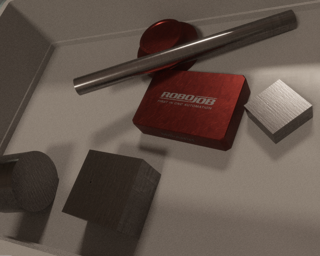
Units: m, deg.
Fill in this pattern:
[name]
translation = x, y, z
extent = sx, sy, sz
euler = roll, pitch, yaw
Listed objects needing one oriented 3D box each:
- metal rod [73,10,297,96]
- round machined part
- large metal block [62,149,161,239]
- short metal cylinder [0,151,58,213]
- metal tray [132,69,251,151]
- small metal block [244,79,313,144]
[metal rod]
translation = 0.028, -0.099, 0.418
extent = 0.301, 0.025, 0.025
euler = -16, 55, 6
[round machined part]
translation = 0.009, -0.124, 0.465
extent = 0.098, 0.042, 0.098
euler = -13, 56, 20
[large metal block]
translation = -0.056, 0.077, 0.370
extent = 0.080, 0.050, 0.080
euler = 7, 65, 30
[short metal cylinder]
translation = -0.187, 0.073, 0.421
extent = 0.050, 0.080, 0.080
euler = -9, 58, 23
[metal tray]
translation = 0.038, -0.028, 0.398
extent = 0.130, 0.030, 0.090
euler = 11, 67, 32
[small metal block]
translation = 0.132, -0.019, 0.348
extent = 0.050, 0.025, 0.050
euler = -37, 51, 3
